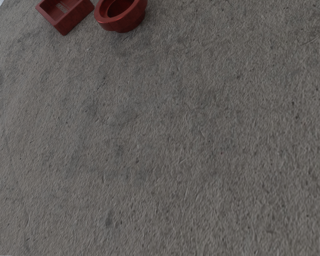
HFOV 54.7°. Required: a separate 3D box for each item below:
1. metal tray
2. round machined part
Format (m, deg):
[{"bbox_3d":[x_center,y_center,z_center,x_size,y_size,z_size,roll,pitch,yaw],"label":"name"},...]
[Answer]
[{"bbox_3d":[-0.208,-0.261,0.669,0.090,0.030,0.130,-44,51,-3],"label":"metal tray"},{"bbox_3d":[-0.065,-0.210,0.557,0.098,0.042,0.098,-13,56,21],"label":"round machined part"}]
